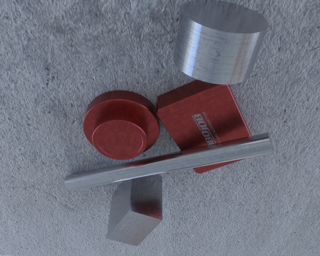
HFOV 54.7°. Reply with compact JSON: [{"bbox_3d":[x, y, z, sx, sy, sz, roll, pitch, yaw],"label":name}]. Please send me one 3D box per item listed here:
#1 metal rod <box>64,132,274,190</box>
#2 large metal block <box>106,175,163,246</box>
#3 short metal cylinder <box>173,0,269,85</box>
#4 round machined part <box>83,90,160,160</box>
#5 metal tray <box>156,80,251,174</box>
[{"bbox_3d":[-0.005,0.051,0.418,0.300,0.025,0.025,-14,130,23],"label":"metal rod"},{"bbox_3d":[-0.038,0.119,0.472,0.050,0.080,0.080,22,126,-18],"label":"large metal block"},{"bbox_3d":[0.056,-0.085,0.300,0.081,0.080,0.050,5,130,-5],"label":"short metal cylinder"},{"bbox_3d":[-0.049,0.004,0.398,0.099,0.042,0.097,-1,130,0],"label":"round machined part"},{"bbox_3d":[0.063,-0.001,0.404,0.090,0.030,0.130,-22,127,17],"label":"metal tray"}]
